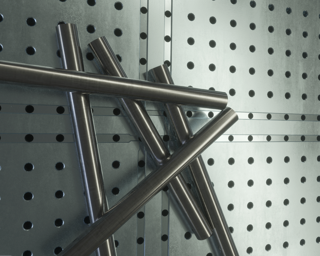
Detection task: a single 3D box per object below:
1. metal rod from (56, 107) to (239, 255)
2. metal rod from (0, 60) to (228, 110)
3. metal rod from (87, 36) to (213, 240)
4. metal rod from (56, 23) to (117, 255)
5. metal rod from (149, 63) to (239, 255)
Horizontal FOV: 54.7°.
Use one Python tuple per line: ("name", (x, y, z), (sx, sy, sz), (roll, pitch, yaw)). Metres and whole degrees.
("metal rod", (-0.013, 0.074, 0.382), (0.301, 0.025, 0.025), (-40, 103, -16))
("metal rod", (-0.056, -0.049, 0.366), (0.302, 0.025, 0.025), (5, 88, -20))
("metal rod", (-0.008, 0.021, 0.410), (0.025, 0.025, 0.299), (-32, 101, -17))
("metal rod", (-0.089, 0.025, 0.380), (0.025, 0.025, 0.298), (-10, 94, -20))
("metal rod", (0.051, 0.056, 0.433), (0.025, 0.025, 0.298), (-24, 98, -19))
